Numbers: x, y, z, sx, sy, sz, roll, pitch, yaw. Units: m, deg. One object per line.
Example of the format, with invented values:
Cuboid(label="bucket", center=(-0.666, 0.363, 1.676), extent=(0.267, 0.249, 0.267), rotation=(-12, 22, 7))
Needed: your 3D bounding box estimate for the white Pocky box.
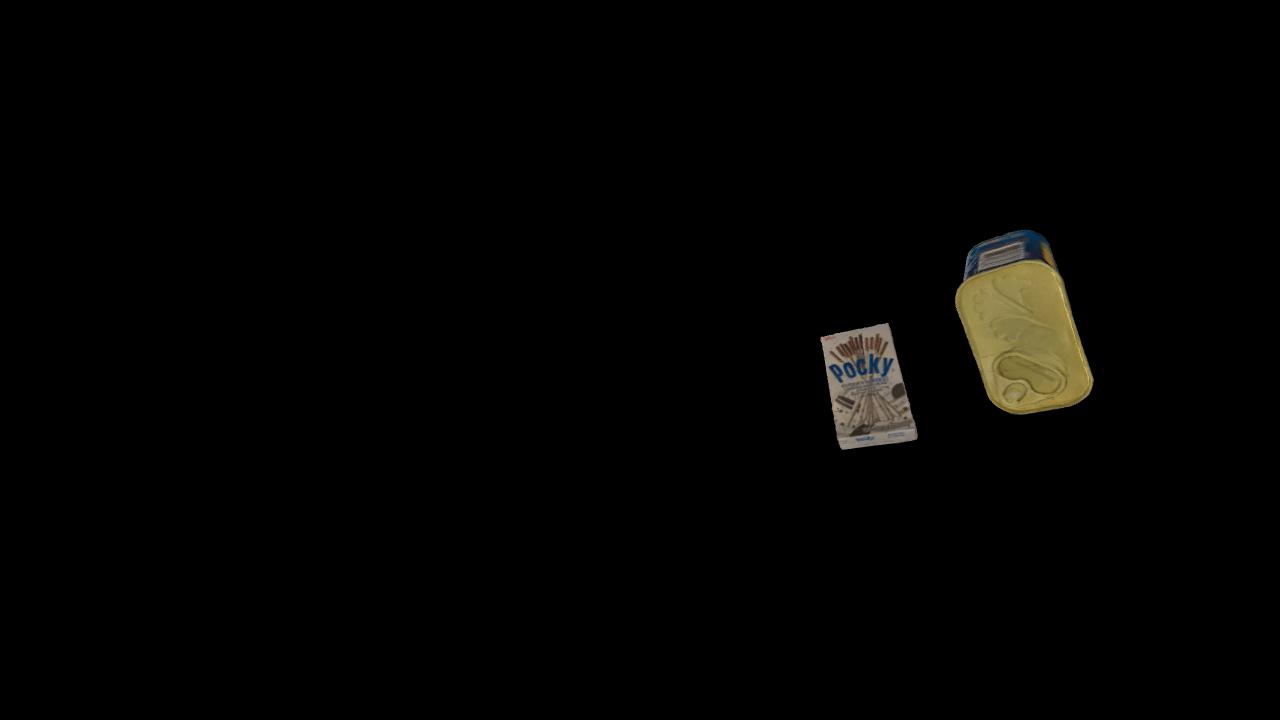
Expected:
Cuboid(label="white Pocky box", center=(0.264, 0.029, 0.719), extent=(0.084, 0.154, 0.028), rotation=(-12, -41, 19))

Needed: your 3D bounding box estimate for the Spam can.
Cuboid(label="Spam can", center=(0.255, -0.029, 0.411), extent=(0.058, 0.101, 0.085), rotation=(-16, 16, 36))
